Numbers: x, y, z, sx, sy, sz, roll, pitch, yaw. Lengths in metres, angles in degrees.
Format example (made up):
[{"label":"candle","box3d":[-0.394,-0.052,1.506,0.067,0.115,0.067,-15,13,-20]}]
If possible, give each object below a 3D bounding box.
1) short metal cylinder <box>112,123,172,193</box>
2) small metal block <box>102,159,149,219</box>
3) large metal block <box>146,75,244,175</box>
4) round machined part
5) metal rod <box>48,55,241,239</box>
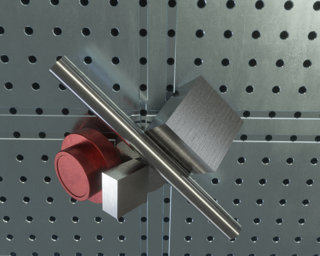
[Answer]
[{"label":"short metal cylinder","box3d":[-0.024,0.039,0.410,0.081,0.050,0.079,0,110,0]},{"label":"small metal block","box3d":[-0.040,0.070,0.366,0.025,0.050,0.050,19,116,36]},{"label":"large metal block","box3d":[0.042,-0.002,0.373,0.080,0.050,0.080,44,61,-15]},{"label":"round machined part","box3d":[-0.095,0.052,0.391,0.098,0.042,0.097,18,120,34]},{"label":"metal rod","box3d":[-0.006,0.033,0.368,0.025,0.025,0.300,-42,105,14]}]
